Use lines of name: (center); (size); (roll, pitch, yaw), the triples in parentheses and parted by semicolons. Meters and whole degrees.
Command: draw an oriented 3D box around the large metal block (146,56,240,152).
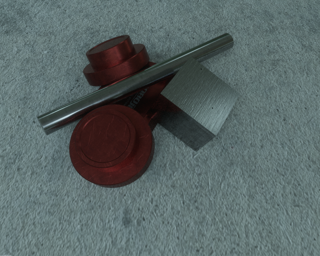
large metal block: (0.043, -0.031, 0.396); (0.080, 0.050, 0.080); (37, 55, -2)

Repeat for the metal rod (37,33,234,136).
metal rod: (-0.017, -0.069, 0.424); (0.302, 0.025, 0.025); (-28, 56, -22)

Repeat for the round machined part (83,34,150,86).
round machined part: (-0.068, -0.103, 0.454); (0.098, 0.042, 0.098); (-18, 28, 10)

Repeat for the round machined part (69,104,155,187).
round machined part: (-0.057, 0.017, 0.356); (0.099, 0.042, 0.098); (-2, 70, 6)

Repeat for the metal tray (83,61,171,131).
metal tray: (-0.036, -0.044, 0.438); (0.090, 0.030, 0.130); (19, 53, 15)
